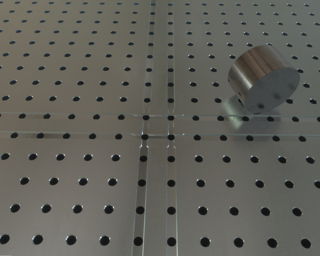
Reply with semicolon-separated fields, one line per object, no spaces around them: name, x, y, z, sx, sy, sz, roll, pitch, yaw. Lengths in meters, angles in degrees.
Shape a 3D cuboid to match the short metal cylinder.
short metal cylinder;0.142;-0.067;0.429;0.081;0.080;0.050;-14;52;-11
